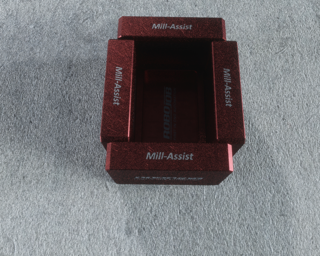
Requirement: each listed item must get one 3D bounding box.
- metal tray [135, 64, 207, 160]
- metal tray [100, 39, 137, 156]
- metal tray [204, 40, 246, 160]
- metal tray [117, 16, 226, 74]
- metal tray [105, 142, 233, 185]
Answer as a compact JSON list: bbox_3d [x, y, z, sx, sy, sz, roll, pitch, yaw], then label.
[{"bbox_3d":[0.014,-0.022,0.415,0.091,0.030,0.130,1,70,0],"label":"metal tray"},{"bbox_3d":[-0.047,-0.032,0.385,0.030,0.090,0.130,1,70,0],"label":"metal tray"},{"bbox_3d":[0.075,-0.031,0.386,0.030,0.090,0.130,1,70,0],"label":"metal tray"},{"bbox_3d":[0.014,-0.107,0.413,0.131,0.090,0.030,1,70,0],"label":"metal tray"},{"bbox_3d":[0.010,0.044,0.358,0.131,0.090,0.030,1,70,0],"label":"metal tray"}]
